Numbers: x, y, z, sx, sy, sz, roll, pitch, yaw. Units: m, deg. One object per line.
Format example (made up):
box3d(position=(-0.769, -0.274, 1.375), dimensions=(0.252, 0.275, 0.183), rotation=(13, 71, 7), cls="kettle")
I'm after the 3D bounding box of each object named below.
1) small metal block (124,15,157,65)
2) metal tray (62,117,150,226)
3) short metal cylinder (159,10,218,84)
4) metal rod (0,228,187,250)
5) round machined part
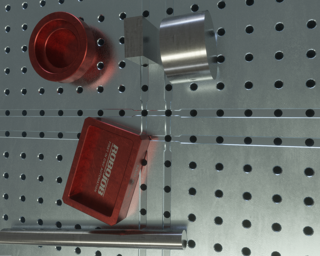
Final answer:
box3d(position=(-0.024, -0.113, 0.407), dimensions=(0.025, 0.050, 0.050), rotation=(-2, 90, 20), cls="small metal block")
box3d(position=(-0.077, 0.058, 0.435), dimensions=(0.090, 0.030, 0.129), rotation=(19, 96, 18), cls="metal tray")
box3d(position=(0.037, -0.095, 0.370), dimensions=(0.050, 0.080, 0.079), rotation=(-4, 89, 20), cls="short metal cylinder")
box3d(position=(-0.110, 0.160, 0.449), dimensions=(0.301, 0.025, 0.025), rotation=(-6, 88, 19), cls="metal rod")
box3d(position=(-0.137, -0.114, 0.450), dimensions=(0.098, 0.042, 0.097), rotation=(0, 90, 19), cls="round machined part")
